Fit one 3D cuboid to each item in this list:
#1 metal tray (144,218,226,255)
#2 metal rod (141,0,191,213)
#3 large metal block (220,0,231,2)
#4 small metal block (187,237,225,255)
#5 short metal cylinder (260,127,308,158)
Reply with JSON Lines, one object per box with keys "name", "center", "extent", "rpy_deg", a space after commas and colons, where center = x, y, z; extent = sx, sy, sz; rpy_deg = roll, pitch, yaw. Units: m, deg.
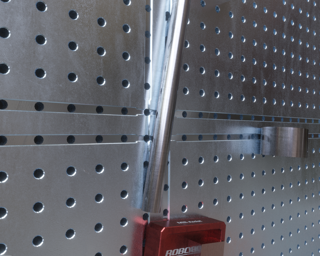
{"name": "metal tray", "center": [0.037, 0.178, 0.437], "extent": [0.131, 0.030, 0.090], "rpy_deg": [10, 83, -40]}
{"name": "metal rod", "center": [0.010, -0.040, 0.417], "extent": [0.025, 0.025, 0.298], "rpy_deg": [14, 81, -39]}
{"name": "large metal block", "center": [0.094, -0.248, 0.471], "extent": [0.081, 0.050, 0.079], "rpy_deg": [-4, 93, -40]}
{"name": "small metal block", "center": [0.066, 0.188, 0.448], "extent": [0.050, 0.025, 0.050], "rpy_deg": [11, 83, -40]}
{"name": "short metal cylinder", "center": [0.224, 0.026, 0.561], "extent": [0.081, 0.080, 0.050], "rpy_deg": [7, 86, -40]}
